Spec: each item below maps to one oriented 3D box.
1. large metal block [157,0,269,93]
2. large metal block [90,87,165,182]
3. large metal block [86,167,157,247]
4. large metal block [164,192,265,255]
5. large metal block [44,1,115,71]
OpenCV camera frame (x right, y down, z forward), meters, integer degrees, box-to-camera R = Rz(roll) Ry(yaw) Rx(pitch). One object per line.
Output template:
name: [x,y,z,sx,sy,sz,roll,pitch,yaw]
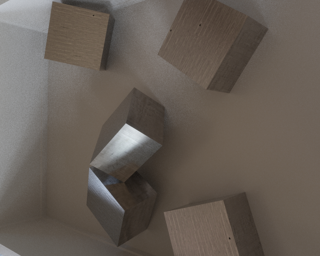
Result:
large metal block: [0.056,-0.095,0.344,0.080,0.050,0.080,42,116,32]
large metal block: [-0.039,0.008,0.397,0.080,0.050,0.080,-46,23,30]
large metal block: [-0.055,0.097,0.421,0.080,0.050,0.079,42,136,31]
large metal block: [0.059,0.121,0.342,0.080,0.050,0.080,-24,75,37]
large metal block: [-0.118,-0.134,0.462,0.080,0.050,0.079,12,101,-2]
